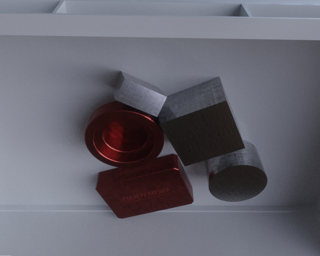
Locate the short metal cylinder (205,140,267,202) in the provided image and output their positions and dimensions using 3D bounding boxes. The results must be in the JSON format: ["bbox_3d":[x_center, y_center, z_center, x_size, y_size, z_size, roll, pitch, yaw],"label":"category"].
[{"bbox_3d":[0.108,0.062,0.447,0.081,0.050,0.079,0,130,0],"label":"short metal cylinder"}]

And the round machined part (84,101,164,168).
[{"bbox_3d":[-0.044,0.004,0.400,0.099,0.042,0.097,-1,130,0],"label":"round machined part"}]

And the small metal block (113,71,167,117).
[{"bbox_3d":[-0.025,-0.040,0.355,0.050,0.050,0.025,22,103,-18],"label":"small metal block"}]

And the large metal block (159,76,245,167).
[{"bbox_3d":[0.052,-0.006,0.389,0.080,0.050,0.080,-19,128,15],"label":"large metal block"}]

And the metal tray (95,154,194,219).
[{"bbox_3d":[-0.022,0.094,0.486,0.130,0.030,0.090,-15,129,12],"label":"metal tray"}]
